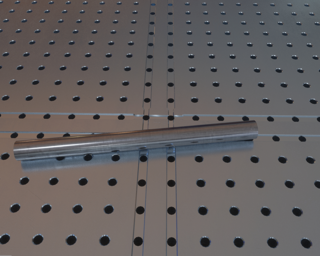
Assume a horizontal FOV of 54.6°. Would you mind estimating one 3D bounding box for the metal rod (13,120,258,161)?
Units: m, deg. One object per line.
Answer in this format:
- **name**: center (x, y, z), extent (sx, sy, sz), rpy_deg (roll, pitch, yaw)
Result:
- **metal rod**: center (-0.026, 0.015, 0.394), extent (0.302, 0.025, 0.025), rpy_deg (-5, 50, -4)
